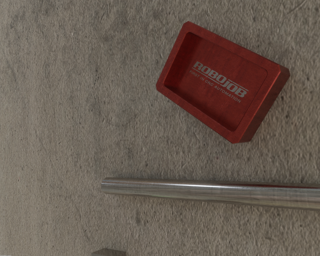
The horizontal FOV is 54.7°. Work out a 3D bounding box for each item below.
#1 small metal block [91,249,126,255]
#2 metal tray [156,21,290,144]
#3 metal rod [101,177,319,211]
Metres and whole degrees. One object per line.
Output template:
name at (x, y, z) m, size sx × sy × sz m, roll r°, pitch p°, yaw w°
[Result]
small metal block at (-0.075, 0.212, 0.464) m, size 0.050 × 0.025 × 0.050 m, roll -10°, pitch 84°, yaw 39°
metal tray at (0.063, -0.053, 0.348) m, size 0.130 × 0.030 × 0.089 m, roll 39°, pitch 113°, yaw 32°
metal rod at (0.037, 0.075, 0.372) m, size 0.300 × 0.025 × 0.025 m, roll -6°, pitch 86°, yaw 39°
